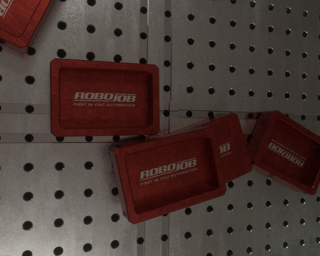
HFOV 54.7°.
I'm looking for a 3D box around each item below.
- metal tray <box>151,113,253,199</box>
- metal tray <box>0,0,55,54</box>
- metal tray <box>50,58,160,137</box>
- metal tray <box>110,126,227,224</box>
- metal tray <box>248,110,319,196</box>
[{"bbox_3d":[0.059,0.040,0.433,0.131,0.030,0.089,-20,97,-19],"label":"metal tray"},{"bbox_3d":[-0.166,-0.162,0.348,0.090,0.030,0.130,26,81,-19],"label":"metal tray"},{"bbox_3d":[-0.067,-0.035,0.385,0.131,0.030,0.089,-1,90,-21],"label":"metal tray"},{"bbox_3d":[0.013,0.054,0.383,0.131,0.030,0.089,-12,95,-20],"label":"metal tray"},{"bbox_3d":[0.202,0.040,0.486,0.131,0.030,0.090,27,81,-19],"label":"metal tray"}]
